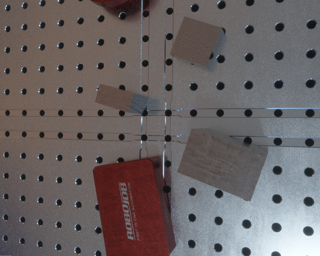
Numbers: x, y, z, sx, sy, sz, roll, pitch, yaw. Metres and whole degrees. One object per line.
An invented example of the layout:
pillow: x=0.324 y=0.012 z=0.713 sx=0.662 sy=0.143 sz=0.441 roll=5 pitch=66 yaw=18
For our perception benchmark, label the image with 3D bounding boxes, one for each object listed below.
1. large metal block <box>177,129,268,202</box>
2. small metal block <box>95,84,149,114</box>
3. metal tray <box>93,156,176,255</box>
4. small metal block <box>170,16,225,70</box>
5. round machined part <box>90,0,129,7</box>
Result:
large metal block: x=0.076 y=0.037 z=0.356 sx=0.080 sy=0.080 sz=0.050 roll=20 pitch=97 yaw=18
small metal block: x=-0.050 y=-0.038 z=0.416 sx=0.050 sy=0.050 sz=0.025 roll=18 pitch=96 yaw=19
metal tray: x=-0.036 y=0.109 z=0.422 sx=0.090 sy=0.030 sz=0.129 roll=-11 pitch=86 yaw=19
small metal block: x=0.048 y=-0.108 z=0.395 sx=0.050 sy=0.025 sz=0.050 roll=24 pitch=98 yaw=18
round machined part: x=-0.065 y=-0.214 z=0.425 sx=0.098 sy=0.042 sz=0.097 roll=0 pitch=90 yaw=19
